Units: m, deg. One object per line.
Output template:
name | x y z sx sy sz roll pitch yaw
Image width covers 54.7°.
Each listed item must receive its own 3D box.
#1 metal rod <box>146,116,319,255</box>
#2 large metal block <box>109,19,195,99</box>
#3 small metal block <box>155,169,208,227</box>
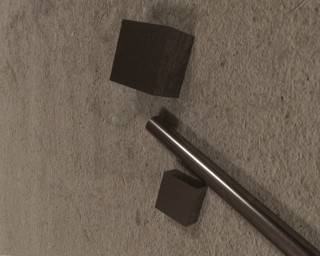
metal rod | 0.087 0.078 0.331 0.300 0.025 0.025 41 115 32
large metal block | -0.012 -0.088 0.396 0.080 0.050 0.079 23 105 37
small metal block | 0.026 0.085 0.382 0.050 0.025 0.050 23 105 37
